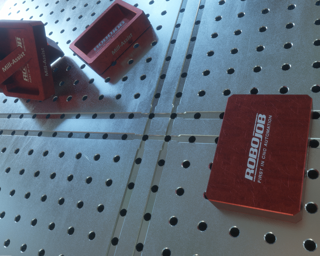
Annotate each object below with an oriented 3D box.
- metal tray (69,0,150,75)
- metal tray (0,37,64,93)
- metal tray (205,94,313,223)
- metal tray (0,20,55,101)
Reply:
[{"bbox_3d":[-0.091,-0.166,0.555,0.130,0.030,0.090,-46,51,-4],"label":"metal tray"},{"bbox_3d":[-0.250,-0.116,0.572,0.130,0.090,0.030,-38,93,2],"label":"metal tray"},{"bbox_3d":[0.109,0.026,0.333,0.090,0.030,0.130,4,63,30],"label":"metal tray"},{"bbox_3d":[-0.236,-0.116,0.533,0.090,0.129,0.030,8,26,17],"label":"metal tray"}]
